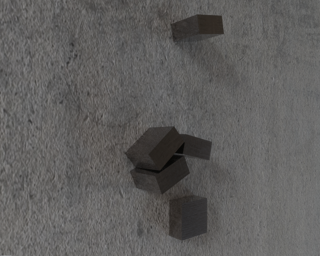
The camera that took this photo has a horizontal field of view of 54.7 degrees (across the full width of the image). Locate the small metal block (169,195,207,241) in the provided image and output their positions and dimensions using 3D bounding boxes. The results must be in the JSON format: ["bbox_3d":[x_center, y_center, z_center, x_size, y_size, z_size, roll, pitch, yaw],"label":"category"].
[{"bbox_3d":[0.040,0.125,0.439,0.050,0.025,0.050,0,90,-40],"label":"small metal block"}]

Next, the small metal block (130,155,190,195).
[{"bbox_3d":[0.000,0.055,0.388,0.050,0.050,0.025,-31,109,-36],"label":"small metal block"}]

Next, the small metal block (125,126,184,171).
[{"bbox_3d":[-0.007,0.024,0.382,0.050,0.050,0.025,-47,115,-30],"label":"small metal block"}]

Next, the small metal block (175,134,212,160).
[{"bbox_3d":[0.033,0.025,0.415,0.050,0.050,0.025,17,80,-39],"label":"small metal block"}]

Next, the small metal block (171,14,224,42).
[{"bbox_3d":[0.052,-0.138,0.431,0.050,0.050,0.025,-15,100,-39],"label":"small metal block"}]
